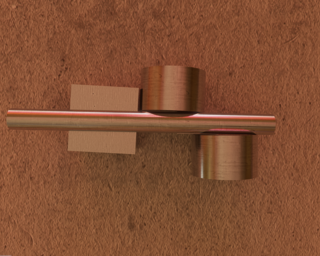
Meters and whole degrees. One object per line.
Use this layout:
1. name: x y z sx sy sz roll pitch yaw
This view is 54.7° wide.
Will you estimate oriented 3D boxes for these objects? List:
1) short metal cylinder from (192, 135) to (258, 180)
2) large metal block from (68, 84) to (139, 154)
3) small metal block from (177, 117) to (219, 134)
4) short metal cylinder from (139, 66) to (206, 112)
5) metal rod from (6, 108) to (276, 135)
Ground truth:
1. short metal cylinder: 0.080 0.033 0.384 0.081 0.080 0.050 0 90 -1
2. large metal block: -0.068 -0.011 0.395 0.081 0.050 0.079 3 90 -1
3. small metal block: 0.046 -0.005 0.398 0.050 0.050 0.025 1 90 -1
4. short metal cylinder: 0.016 -0.045 0.385 0.081 0.080 0.050 2 90 -1
5. metal rod: -0.020 -0.007 0.360 0.302 0.025 0.025 1 90 -2
